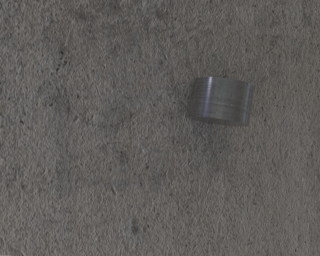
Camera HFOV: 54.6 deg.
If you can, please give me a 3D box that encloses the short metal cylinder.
[{"bbox_3d":[0.079,-0.033,0.409,0.081,0.080,0.050,10,87,-20],"label":"short metal cylinder"}]
